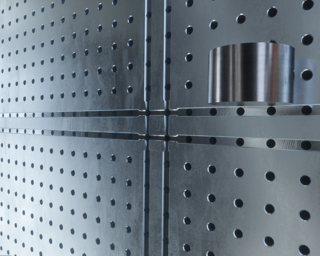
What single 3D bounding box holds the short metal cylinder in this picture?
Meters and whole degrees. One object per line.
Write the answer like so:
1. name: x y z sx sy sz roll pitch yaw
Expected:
1. short metal cylinder: 0.087 -0.048 0.301 0.080 0.081 0.050 2 91 39
